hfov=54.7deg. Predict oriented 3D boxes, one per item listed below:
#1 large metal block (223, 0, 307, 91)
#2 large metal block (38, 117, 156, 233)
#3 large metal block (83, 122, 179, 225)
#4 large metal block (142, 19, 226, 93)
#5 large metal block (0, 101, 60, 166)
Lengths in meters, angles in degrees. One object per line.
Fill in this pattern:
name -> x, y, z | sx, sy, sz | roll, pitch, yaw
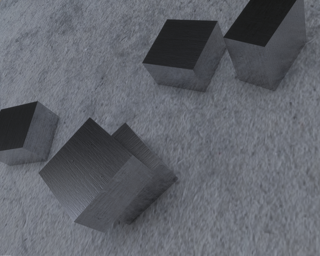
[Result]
large metal block -> 0.127, -0.104, 0.365 | 0.050, 0.080, 0.080 | 27, 77, 37
large metal block -> -0.067, 0.048, 0.328 | 0.080, 0.050, 0.080 | -49, 52, -6
large metal block -> -0.039, 0.054, 0.374 | 0.080, 0.050, 0.080 | -43, 51, -2
large metal block -> 0.036, -0.102, 0.431 | 0.080, 0.050, 0.080 | 15, 69, 34
large metal block -> -0.218, 0.010, 0.493 | 0.080, 0.050, 0.080 | -9, 58, 23
